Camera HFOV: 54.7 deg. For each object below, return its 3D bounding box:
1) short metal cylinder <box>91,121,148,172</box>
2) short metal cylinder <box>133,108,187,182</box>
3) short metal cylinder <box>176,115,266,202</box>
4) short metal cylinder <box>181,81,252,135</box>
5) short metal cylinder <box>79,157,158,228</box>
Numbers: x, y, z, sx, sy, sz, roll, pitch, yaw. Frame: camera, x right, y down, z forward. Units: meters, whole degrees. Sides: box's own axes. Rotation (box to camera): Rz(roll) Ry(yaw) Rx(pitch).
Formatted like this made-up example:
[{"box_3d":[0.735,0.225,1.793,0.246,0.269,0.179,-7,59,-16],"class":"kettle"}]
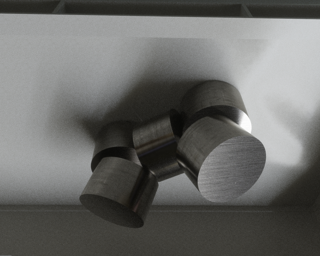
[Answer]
[{"box_3d":[-0.049,0.037,0.421,0.081,0.050,0.079,0,130,0],"class":"short metal cylinder"},{"box_3d":[0.009,0.022,0.389,0.050,0.080,0.080,-23,127,18],"class":"short metal cylinder"},{"box_3d":[0.065,0.032,0.333,0.081,0.050,0.079,-11,120,-19],"class":"short metal cylinder"},{"box_3d":[0.067,-0.011,0.382,0.081,0.050,0.079,0,130,0],"class":"short metal cylinder"},{"box_3d":[-0.048,0.078,0.372,0.080,0.050,0.080,15,145,12],"class":"short metal cylinder"}]
